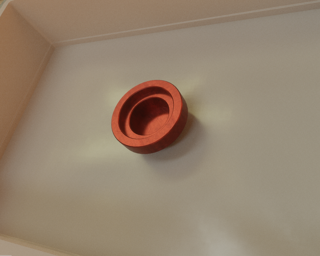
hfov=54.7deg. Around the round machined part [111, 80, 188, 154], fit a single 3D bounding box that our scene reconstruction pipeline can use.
[{"bbox_3d":[-0.010,-0.011,0.400,0.098,0.042,0.098,-13,56,20],"label":"round machined part"}]
